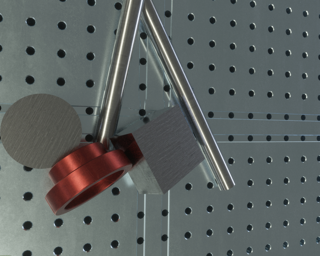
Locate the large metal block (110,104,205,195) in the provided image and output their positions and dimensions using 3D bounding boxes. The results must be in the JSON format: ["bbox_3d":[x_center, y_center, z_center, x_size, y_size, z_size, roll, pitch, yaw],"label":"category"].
[{"bbox_3d":[-0.002,0.026,0.387,0.081,0.050,0.080,-34,102,-37],"label":"large metal block"}]

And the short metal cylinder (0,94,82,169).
[{"bbox_3d":[-0.133,0.003,0.351,0.081,0.050,0.079,0,90,-20],"label":"short metal cylinder"}]

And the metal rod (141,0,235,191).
[{"bbox_3d":[0.034,-0.048,0.426,0.025,0.025,0.299,-29,100,-18],"label":"metal rod"}]

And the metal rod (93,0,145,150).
[{"bbox_3d":[-0.040,-0.121,0.379,0.025,0.025,0.298,11,93,-20],"label":"metal rod"}]

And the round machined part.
[{"bbox_3d":[-0.084,0.052,0.348,0.099,0.098,0.042,-32,78,-17],"label":"round machined part"}]
